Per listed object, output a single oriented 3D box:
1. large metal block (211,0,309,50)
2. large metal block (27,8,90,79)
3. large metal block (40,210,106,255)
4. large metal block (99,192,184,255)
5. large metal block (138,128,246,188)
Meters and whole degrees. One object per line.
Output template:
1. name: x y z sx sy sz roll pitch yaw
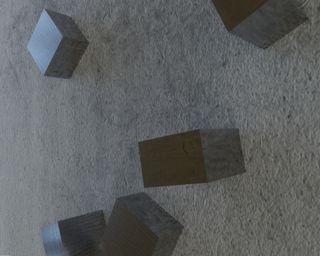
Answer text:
1. large metal block: 0.088 -0.130 0.296 0.050 0.081 0.080 -34 69 35
2. large metal block: -0.178 -0.144 0.536 0.080 0.050 0.080 -51 60 28
3. large metal block: -0.125 0.178 0.473 0.050 0.081 0.080 -28 73 37
4. large metal block: -0.026 0.144 0.411 0.080 0.050 0.079 33 110 35
5. large metal block: 0.036 0.032 0.340 0.080 0.081 0.050 -14 82 39
